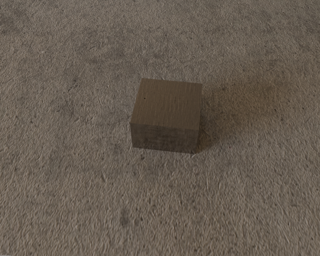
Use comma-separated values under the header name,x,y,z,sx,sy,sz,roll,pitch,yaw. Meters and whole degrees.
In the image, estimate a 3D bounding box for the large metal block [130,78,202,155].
name,x,y,z,sx,sy,sz,roll,pitch,yaw
large metal block,0.010,-0.016,0.402,0.080,0.050,0.080,6,50,4
